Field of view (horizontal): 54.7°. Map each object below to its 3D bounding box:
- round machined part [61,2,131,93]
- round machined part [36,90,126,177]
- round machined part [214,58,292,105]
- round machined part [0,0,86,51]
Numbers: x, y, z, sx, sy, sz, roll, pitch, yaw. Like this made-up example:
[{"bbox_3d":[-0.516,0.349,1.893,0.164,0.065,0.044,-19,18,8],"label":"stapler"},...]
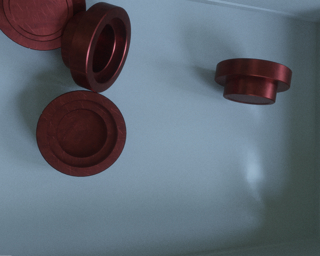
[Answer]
[{"bbox_3d":[-0.074,-0.093,0.352,0.042,0.098,0.098,21,82,12],"label":"round machined part"},{"bbox_3d":[-0.093,0.006,0.366,0.099,0.042,0.097,-1,92,-20],"label":"round machined part"},{"bbox_3d":[0.122,-0.058,0.417,0.099,0.098,0.042,11,87,-20],"label":"round machined part"},{"bbox_3d":[-0.130,-0.131,0.333,0.099,0.042,0.097,-10,120,-17],"label":"round machined part"}]
